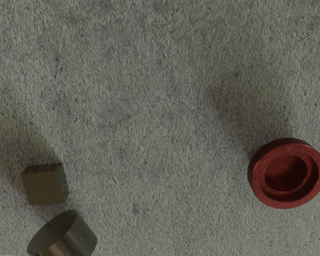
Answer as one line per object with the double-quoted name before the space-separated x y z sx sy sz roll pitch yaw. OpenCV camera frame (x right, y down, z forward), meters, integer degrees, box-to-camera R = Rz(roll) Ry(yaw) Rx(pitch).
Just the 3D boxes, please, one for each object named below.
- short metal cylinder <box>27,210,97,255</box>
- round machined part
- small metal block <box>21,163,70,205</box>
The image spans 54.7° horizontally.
"short metal cylinder" -0.137 0.163 0.439 0.080 0.080 0.050 -28 108 10
"round machined part" 0.169 0.058 0.424 0.099 0.042 0.097 0 110 0
"small metal block" -0.161 0.079 0.437 0.050 0.025 0.050 -5 110 1
